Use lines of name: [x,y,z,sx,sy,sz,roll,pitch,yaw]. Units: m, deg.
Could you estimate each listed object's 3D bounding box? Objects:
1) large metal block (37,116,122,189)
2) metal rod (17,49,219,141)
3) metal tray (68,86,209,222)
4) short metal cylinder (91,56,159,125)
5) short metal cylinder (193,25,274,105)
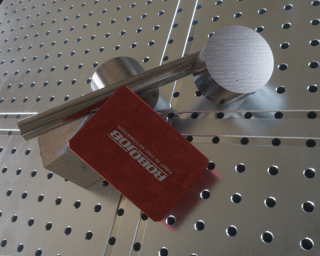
large metal block: [-0.096,0.026,0.405,0.080,0.080,0.050,-34,52,5]
metal rod: [-0.021,-0.056,0.383,0.302,0.025,0.025,-24,50,-14]
metal tray: [-0.023,0.028,0.347,0.130,0.030,0.090,42,84,-3]
short metal cylinder: [-0.048,-0.051,0.428,0.080,0.080,0.050,-37,51,3]
short metal cylinder: [0.084,-0.072,0.366,0.081,0.050,0.080,2,79,-9]
